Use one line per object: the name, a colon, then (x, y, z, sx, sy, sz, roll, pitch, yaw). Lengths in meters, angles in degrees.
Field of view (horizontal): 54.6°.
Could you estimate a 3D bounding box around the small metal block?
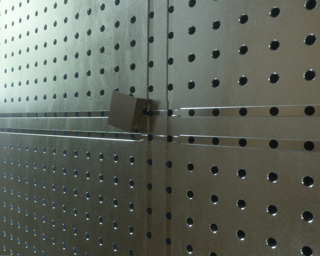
small metal block: (-0.047, -0.024, 0.449, 0.050, 0.025, 0.050, 20, 103, 38)
